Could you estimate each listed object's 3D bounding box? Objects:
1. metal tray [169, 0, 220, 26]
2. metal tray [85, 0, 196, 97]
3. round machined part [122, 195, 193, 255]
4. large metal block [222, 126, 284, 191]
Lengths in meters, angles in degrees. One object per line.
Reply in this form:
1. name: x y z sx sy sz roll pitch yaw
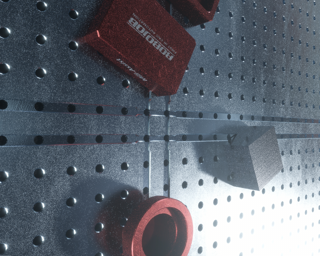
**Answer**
1. metal tray: 0.056 -0.229 0.452 0.090 0.030 0.130 32 70 -35
2. metal tray: -0.018 -0.110 0.391 0.130 0.030 0.090 34 69 -35
3. round machined part: -0.007 0.134 0.393 0.099 0.042 0.097 0 90 -40
4. large metal block: 0.160 0.049 0.527 0.081 0.050 0.080 -29 108 -36
